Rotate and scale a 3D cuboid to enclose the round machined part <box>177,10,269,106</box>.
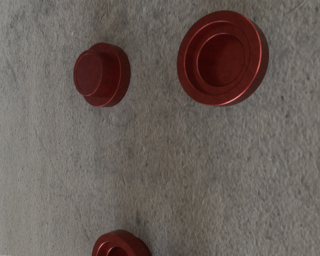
[{"bbox_3d":[0.070,-0.072,0.335,0.098,0.042,0.097,0,90,39],"label":"round machined part"}]

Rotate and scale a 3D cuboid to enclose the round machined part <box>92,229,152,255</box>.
[{"bbox_3d":[-0.048,0.191,0.431,0.098,0.042,0.097,0,90,39],"label":"round machined part"}]

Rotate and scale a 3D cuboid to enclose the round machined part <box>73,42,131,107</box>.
[{"bbox_3d":[-0.094,-0.081,0.469,0.098,0.042,0.097,0,90,39],"label":"round machined part"}]
